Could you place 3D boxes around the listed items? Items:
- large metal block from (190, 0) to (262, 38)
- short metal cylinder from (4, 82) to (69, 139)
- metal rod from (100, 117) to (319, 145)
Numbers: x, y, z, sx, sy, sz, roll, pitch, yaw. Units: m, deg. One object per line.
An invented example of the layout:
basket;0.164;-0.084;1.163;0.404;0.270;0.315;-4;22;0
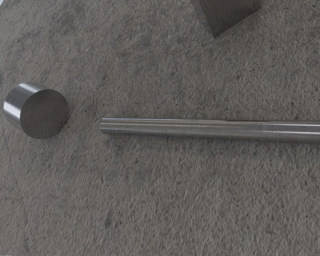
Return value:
large metal block;0.089;-0.190;0.439;0.080;0.080;0.050;-32;52;7
short metal cylinder;-0.193;-0.028;0.487;0.050;0.080;0.080;22;74;36
metal rod;0.053;0.001;0.375;0.300;0.025;0.025;2;63;29
